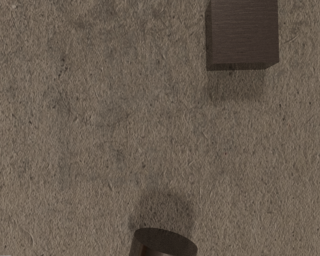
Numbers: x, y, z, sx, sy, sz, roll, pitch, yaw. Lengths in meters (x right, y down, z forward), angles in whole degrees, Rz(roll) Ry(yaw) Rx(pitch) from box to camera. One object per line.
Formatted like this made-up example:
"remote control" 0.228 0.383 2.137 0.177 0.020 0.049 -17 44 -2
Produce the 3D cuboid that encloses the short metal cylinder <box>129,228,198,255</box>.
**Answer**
"short metal cylinder" 0.001 0.163 0.383 0.080 0.080 0.050 14 90 -1

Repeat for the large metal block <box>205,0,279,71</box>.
"large metal block" 0.103 -0.119 0.399 0.081 0.050 0.079 -2 90 -1
